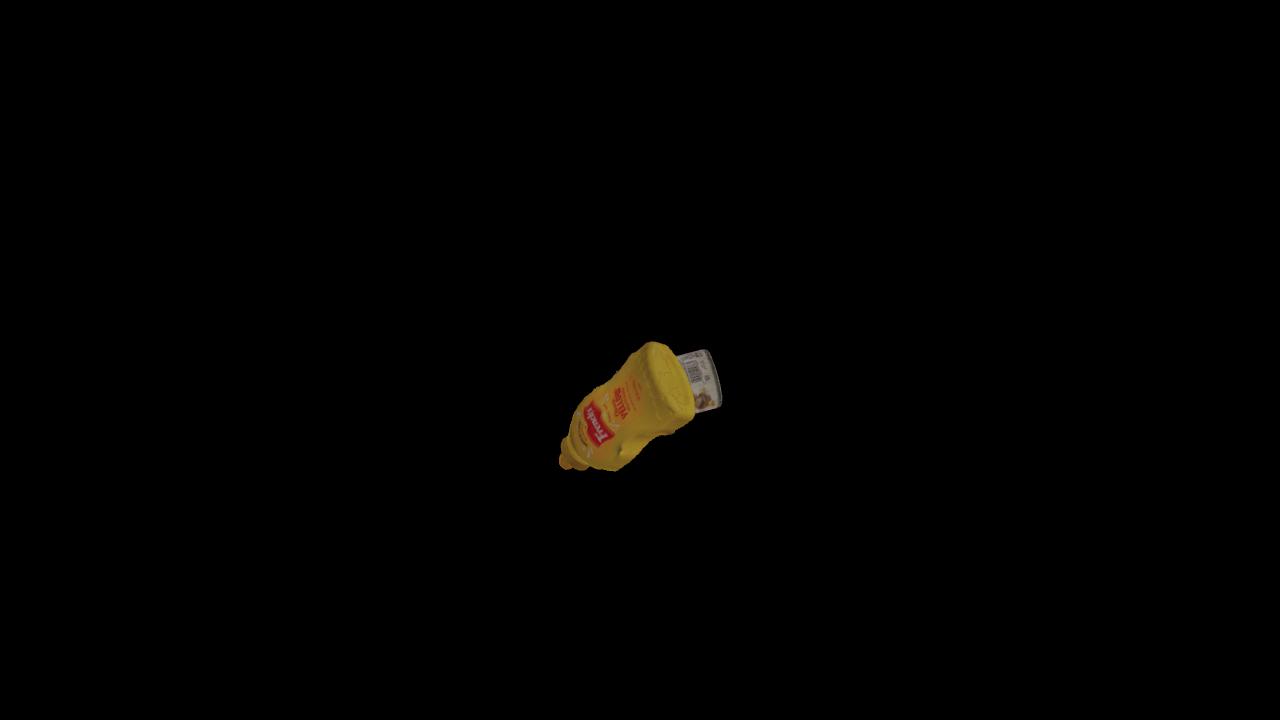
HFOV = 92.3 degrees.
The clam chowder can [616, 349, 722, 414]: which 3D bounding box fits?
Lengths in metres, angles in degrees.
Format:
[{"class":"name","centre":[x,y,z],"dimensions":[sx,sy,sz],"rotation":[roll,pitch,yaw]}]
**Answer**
[{"class":"clam chowder can","centre":[0.031,0.031,0.666],"dimensions":[0.102,0.068,0.068],"rotation":[-15,1,-2]}]

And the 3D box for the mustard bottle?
[{"class":"mustard bottle","centre":[-0.026,0.067,0.644],"dimensions":[0.054,0.092,0.184],"rotation":[6,-38,-48]}]
